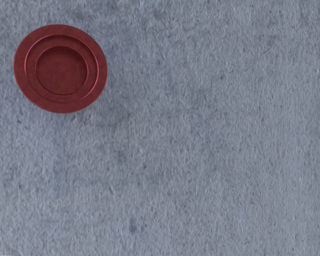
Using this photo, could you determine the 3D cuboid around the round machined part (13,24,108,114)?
[{"bbox_3d":[-0.114,-0.065,0.358,0.099,0.042,0.097,0,90,-21],"label":"round machined part"}]
